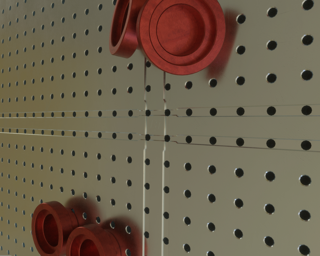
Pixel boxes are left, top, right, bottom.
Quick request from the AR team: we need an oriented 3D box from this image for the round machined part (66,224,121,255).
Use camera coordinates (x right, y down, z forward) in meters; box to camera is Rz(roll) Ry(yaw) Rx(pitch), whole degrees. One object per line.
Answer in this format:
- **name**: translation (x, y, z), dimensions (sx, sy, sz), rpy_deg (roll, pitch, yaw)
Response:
- **round machined part**: translation (-0.098, 0.197, 0.477), dimensions (0.098, 0.042, 0.097), rpy_deg (0, 90, 39)

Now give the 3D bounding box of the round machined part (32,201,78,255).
- **round machined part**: translation (-0.181, 0.177, 0.544), dimensions (0.098, 0.042, 0.097), rpy_deg (0, 90, 39)

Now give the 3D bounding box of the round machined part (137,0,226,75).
- **round machined part**: translation (0.021, -0.112, 0.355), dimensions (0.042, 0.099, 0.097), rpy_deg (-131, 54, -70)

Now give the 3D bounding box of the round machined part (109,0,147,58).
- **round machined part**: translation (-0.032, -0.139, 0.406), dimensions (0.098, 0.042, 0.097), rpy_deg (-170, 90, -67)
